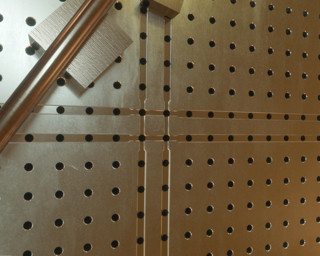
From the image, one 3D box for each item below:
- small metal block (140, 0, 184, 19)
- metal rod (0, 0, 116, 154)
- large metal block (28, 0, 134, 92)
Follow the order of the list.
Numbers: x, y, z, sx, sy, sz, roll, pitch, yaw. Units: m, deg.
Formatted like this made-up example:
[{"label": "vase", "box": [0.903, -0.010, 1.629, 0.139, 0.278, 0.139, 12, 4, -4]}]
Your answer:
[{"label": "small metal block", "box": [0.007, -0.184, 0.416, 0.050, 0.025, 0.050, 19, 84, -20]}, {"label": "metal rod", "box": [-0.105, -0.075, 0.321, 0.025, 0.025, 0.300, 36, 78, -17]}, {"label": "large metal block", "box": [-0.093, -0.100, 0.365, 0.080, 0.050, 0.080, 46, 76, -15]}]
